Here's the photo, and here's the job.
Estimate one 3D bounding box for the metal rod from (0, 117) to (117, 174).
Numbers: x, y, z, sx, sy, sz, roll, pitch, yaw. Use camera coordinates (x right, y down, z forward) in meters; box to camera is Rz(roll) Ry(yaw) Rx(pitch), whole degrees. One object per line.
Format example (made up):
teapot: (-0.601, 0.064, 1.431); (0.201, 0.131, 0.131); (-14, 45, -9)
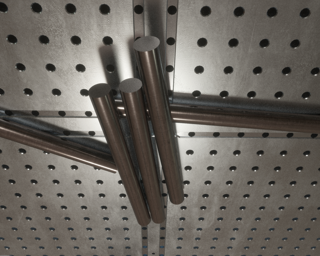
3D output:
metal rod: (-0.197, 0.004, 0.411); (0.302, 0.025, 0.025); (21, 127, -18)

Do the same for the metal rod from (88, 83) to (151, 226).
metal rod: (-0.047, 0.061, 0.442); (0.025, 0.025, 0.298); (-6, 136, 4)

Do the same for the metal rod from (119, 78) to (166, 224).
metal rod: (-0.017, 0.056, 0.437); (0.025, 0.025, 0.298); (-5, 137, 3)

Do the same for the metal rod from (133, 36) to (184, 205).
metal rod: (0.008, 0.018, 0.399); (0.025, 0.025, 0.299); (-6, 139, 5)

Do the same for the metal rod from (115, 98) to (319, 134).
metal rod: (0.077, -0.015, 0.400); (0.302, 0.025, 0.025); (4, 130, -5)
